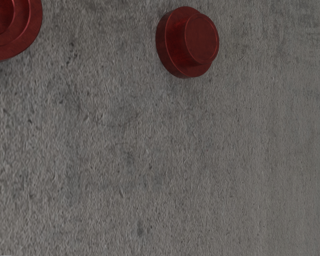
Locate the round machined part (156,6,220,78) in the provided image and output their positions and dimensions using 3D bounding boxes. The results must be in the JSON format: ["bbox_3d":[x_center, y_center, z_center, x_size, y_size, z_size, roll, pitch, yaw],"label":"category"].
[{"bbox_3d":[0.045,-0.120,0.431,0.099,0.042,0.097,0,90,-40],"label":"round machined part"}]

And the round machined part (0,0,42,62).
[{"bbox_3d":[-0.156,-0.103,0.262,0.099,0.042,0.097,0,90,-40],"label":"round machined part"}]
